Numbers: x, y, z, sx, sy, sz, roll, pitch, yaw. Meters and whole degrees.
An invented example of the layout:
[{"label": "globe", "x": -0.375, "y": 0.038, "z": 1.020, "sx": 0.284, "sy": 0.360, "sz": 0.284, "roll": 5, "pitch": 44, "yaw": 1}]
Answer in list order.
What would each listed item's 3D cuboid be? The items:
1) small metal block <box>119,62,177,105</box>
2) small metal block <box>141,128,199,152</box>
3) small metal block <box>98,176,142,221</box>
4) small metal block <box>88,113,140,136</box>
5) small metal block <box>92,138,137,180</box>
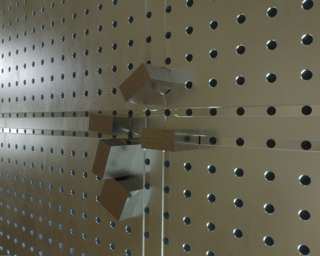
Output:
[{"label": "small metal block", "x": -0.016, "y": -0.056, "z": 0.404, "sx": 0.050, "sy": 0.050, "sz": 0.025, "roll": -39, "pitch": 67, "yaw": 33}, {"label": "small metal block", "x": 0.013, "y": 0.013, "z": 0.381, "sx": 0.050, "sy": 0.050, "sz": 0.025, "roll": 3, "pitch": 92, "yaw": 39}, {"label": "small metal block", "x": -0.060, "y": 0.099, "z": 0.456, "sx": 0.050, "sy": 0.025, "sz": 0.050, "roll": 32, "pitch": 110, "yaw": 35}, {"label": "small metal block", "x": -0.066, "y": -0.006, "z": 0.445, "sx": 0.050, "sy": 0.050, "sz": 0.025, "roll": 10, "pitch": 96, "yaw": 39}, {"label": "small metal block", "x": -0.065, "y": 0.043, "z": 0.444, "sx": 0.025, "sy": 0.050, "sz": 0.050, "roll": 26, "pitch": 106, "yaw": 37}]
